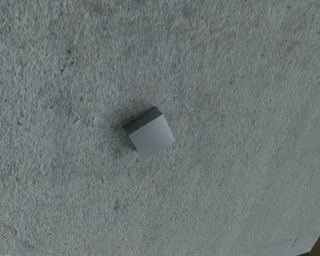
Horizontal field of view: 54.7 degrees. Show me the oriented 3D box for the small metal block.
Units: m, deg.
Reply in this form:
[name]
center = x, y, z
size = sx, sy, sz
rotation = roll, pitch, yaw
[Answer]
[small metal block]
center = -0.014, 0.007, 0.407
size = 0.050, 0.025, 0.050
rotation = -32, 129, -8
